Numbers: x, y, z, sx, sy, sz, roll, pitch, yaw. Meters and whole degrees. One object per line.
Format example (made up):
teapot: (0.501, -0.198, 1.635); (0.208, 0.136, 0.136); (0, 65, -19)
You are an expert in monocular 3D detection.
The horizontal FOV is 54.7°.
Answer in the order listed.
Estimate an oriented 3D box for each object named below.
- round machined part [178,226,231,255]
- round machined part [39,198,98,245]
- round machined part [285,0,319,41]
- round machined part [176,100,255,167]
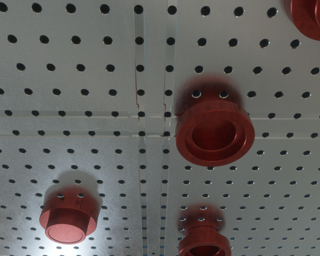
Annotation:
round machined part: (0.084, 0.225, 0.594); (0.099, 0.042, 0.097); (-1, 130, 0)
round machined part: (-0.161, 0.168, 0.541); (0.099, 0.042, 0.097); (-1, 130, 0)
round machined part: (0.176, -0.128, 0.295); (0.099, 0.042, 0.097); (-1, 130, 0)
round machined part: (0.069, 0.003, 0.404); (0.099, 0.042, 0.097); (-1, 130, 0)
